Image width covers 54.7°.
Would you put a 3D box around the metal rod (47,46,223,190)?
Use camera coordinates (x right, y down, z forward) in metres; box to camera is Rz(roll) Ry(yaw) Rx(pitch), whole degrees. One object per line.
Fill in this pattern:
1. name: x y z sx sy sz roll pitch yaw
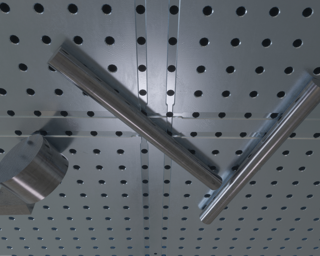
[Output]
1. metal rod: -0.015 0.003 0.413 0.025 0.025 0.301 -35 122 26

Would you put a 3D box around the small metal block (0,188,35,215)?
1. small metal block: -0.223 0.107 0.484 0.050 0.050 0.025 -1 130 1

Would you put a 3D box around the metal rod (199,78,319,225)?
1. metal rod: 0.137 0.054 0.458 0.025 0.025 0.298 17 128 -14

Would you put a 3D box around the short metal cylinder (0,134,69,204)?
1. short metal cylinder: -0.173 0.055 0.420 0.080 0.080 0.050 -23 126 18
